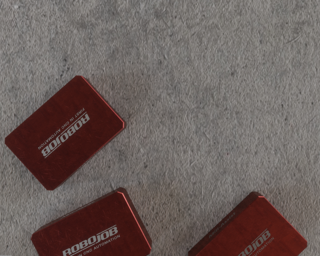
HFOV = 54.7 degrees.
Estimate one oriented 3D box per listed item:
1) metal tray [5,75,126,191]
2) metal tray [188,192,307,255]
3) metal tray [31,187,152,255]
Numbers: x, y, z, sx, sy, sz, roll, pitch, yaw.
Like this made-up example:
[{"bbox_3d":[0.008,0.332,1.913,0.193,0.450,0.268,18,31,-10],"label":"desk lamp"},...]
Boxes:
[{"bbox_3d":[-0.121,0.006,0.406,0.130,0.030,0.090,-42,90,0],"label":"metal tray"},{"bbox_3d":[0.113,0.160,0.408,0.130,0.030,0.090,-44,90,0],"label":"metal tray"},{"bbox_3d":[-0.087,0.147,0.407,0.130,0.030,0.090,-27,90,0],"label":"metal tray"}]
